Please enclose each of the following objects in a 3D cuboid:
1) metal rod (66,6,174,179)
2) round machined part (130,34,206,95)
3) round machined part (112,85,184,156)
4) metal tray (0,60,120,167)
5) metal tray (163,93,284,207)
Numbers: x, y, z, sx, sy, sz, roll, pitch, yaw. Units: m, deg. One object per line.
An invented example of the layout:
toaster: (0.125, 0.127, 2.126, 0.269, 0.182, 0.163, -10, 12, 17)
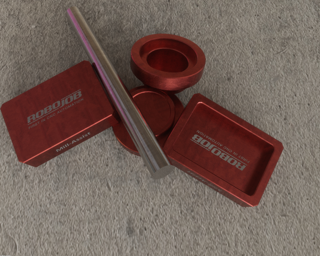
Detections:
metal rod: (-0.064, -0.064, 0.397, 0.025, 0.025, 0.299, -26, 59, -9)
round machined part: (0.009, -0.083, 0.419, 0.099, 0.042, 0.098, 4, 48, -5)
round machined part: (-0.015, -0.014, 0.406, 0.099, 0.042, 0.098, 0, 70, 0)
metal tray: (-0.129, -0.019, 0.401, 0.130, 0.030, 0.090, -29, 70, -1)
metal tray: (0.076, 0.027, 0.386, 0.130, 0.030, 0.090, 31, 72, 0)
